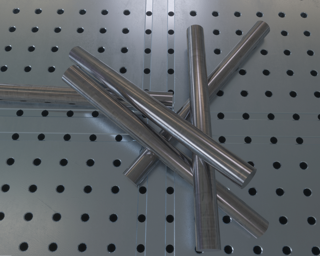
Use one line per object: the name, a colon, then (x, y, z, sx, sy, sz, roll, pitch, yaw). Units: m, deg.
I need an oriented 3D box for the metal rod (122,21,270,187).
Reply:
metal rod: (0.059, -0.043, 0.427, 0.025, 0.025, 0.301, 38, 74, 13)

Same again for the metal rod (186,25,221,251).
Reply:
metal rod: (0.050, -0.009, 0.381, 0.025, 0.025, 0.299, 0, 62, 0)

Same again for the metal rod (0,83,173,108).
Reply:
metal rod: (-0.134, -0.045, 0.427, 0.302, 0.025, 0.025, 3, 70, 1)

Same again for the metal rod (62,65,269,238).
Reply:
metal rod: (0.004, 0.026, 0.376, 0.300, 0.025, 0.025, 39, 74, 3)

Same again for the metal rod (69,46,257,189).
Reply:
metal rod: (-0.017, -0.028, 0.379, 0.300, 0.025, 0.025, 37, 74, 29)
